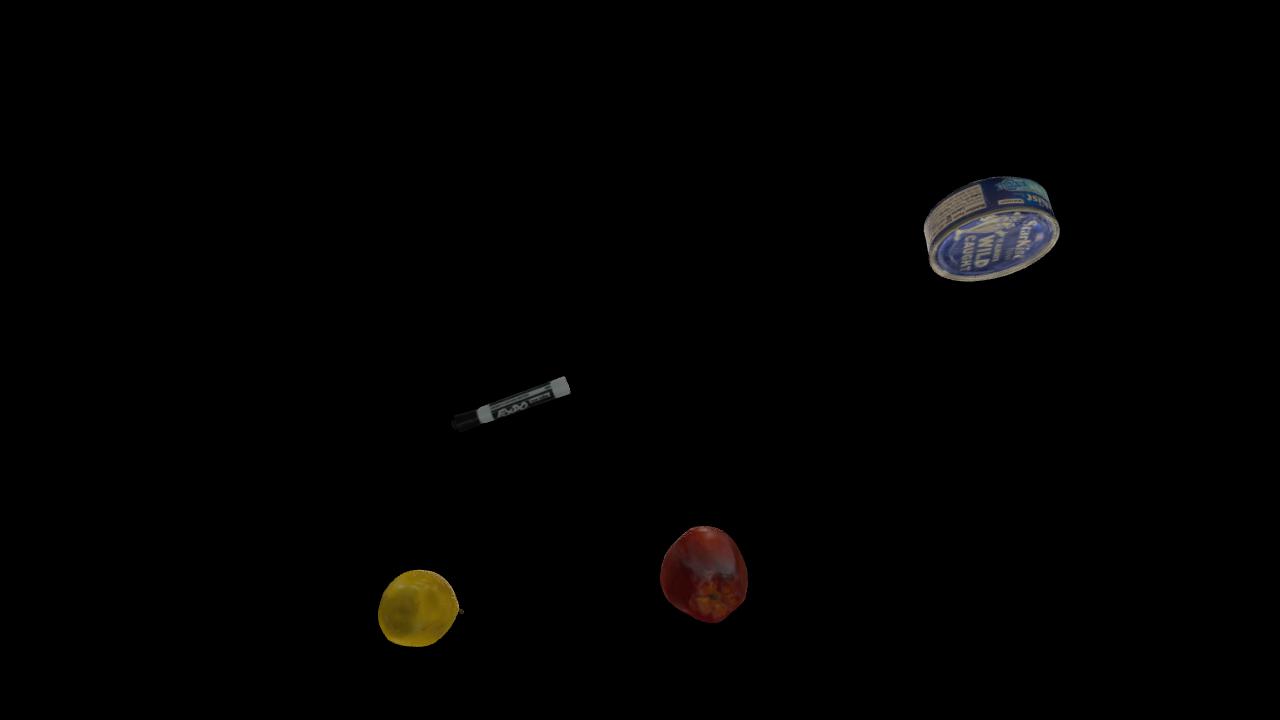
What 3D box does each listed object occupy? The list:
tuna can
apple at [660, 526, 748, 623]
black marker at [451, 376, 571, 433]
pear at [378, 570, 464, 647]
[{"bbox_3d":[0.256,-0.095,0.453,0.084,0.034,0.084,2,-27,1],"label":"tuna can"},{"bbox_3d":[0.057,0.191,0.550,0.079,0.079,0.093,0,11,-6],"label":"apple"},{"bbox_3d":[-0.129,0.045,0.611,0.121,0.020,0.020,-20,1,-2],"label":"black marker"},{"bbox_3d":[-0.226,0.262,0.657,0.080,0.080,0.111,0,-17,7],"label":"pear"}]
